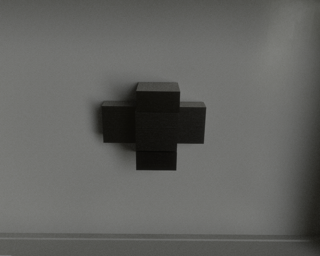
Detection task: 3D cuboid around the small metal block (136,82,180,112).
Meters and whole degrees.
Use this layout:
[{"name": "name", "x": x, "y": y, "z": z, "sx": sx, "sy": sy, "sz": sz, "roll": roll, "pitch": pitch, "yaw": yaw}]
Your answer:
[{"name": "small metal block", "x": -0.002, "y": -0.039, "z": 0.381, "sx": 0.050, "sy": 0.050, "sz": 0.025, "roll": 1, "pitch": 110, "yaw": -1}]

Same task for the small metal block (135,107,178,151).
[{"name": "small metal block", "x": -0.004, "y": 0.001, "z": 0.382, "sx": 0.050, "sy": 0.025, "sz": 0.050, "roll": 1, "pitch": 110, "yaw": -1}]

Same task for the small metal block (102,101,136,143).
[{"name": "small metal block", "x": -0.048, "y": -0.008, "z": 0.405, "sx": 0.050, "sy": 0.025, "sz": 0.050, "roll": 1, "pitch": 110, "yaw": -1}]

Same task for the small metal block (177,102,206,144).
[{"name": "small metal block", "x": 0.032, "y": -0.007, "z": 0.407, "sx": 0.050, "sy": 0.025, "sz": 0.050, "roll": 1, "pitch": 110, "yaw": -1}]

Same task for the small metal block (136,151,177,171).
[{"name": "small metal block", "x": -0.005, "y": 0.033, "z": 0.406, "sx": 0.050, "sy": 0.050, "sz": 0.025, "roll": 1, "pitch": 110, "yaw": -1}]
